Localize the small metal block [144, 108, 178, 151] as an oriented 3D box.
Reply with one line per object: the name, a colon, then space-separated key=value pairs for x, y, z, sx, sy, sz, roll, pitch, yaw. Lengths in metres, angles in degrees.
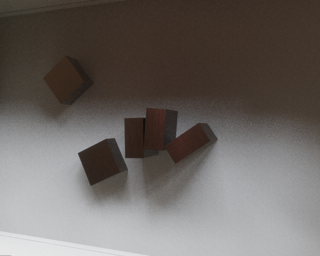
small metal block: x=0.002 y=0.001 z=0.396 sx=0.025 sy=0.050 sz=0.050 roll=5 pitch=92 yaw=20

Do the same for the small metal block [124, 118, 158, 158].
small metal block: x=-0.023 y=0.012 z=0.405 sx=0.025 sy=0.050 sz=0.050 roll=-1 pitch=90 yaw=20

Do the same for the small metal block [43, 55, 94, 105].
small metal block: x=-0.136 y=-0.070 z=0.458 sx=0.050 sy=0.025 sz=0.050 roll=-40 pitch=78 yaw=15

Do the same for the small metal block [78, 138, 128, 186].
small metal block: x=-0.081 y=0.048 z=0.439 sx=0.050 sy=0.025 sz=0.050 roll=-26 pitch=81 yaw=18

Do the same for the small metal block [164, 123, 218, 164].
small metal block: x=0.040 y=0.018 z=0.383 sx=0.050 sy=0.050 sz=0.025 roll=-35 pitch=79 yaw=16
